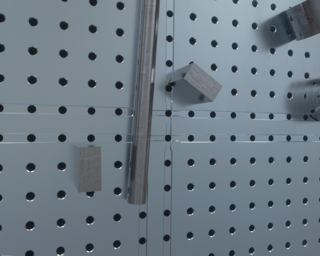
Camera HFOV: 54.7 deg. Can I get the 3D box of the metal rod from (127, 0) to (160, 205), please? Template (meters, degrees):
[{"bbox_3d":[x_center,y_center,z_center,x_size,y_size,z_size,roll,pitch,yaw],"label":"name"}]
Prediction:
[{"bbox_3d":[-0.020,-0.052,0.404,0.025,0.025,0.298,4,89,-20],"label":"metal rod"}]

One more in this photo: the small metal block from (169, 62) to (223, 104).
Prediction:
[{"bbox_3d":[0.047,-0.058,0.416,0.050,0.050,0.025,36,79,-17],"label":"small metal block"}]

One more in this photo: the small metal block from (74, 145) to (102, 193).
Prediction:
[{"bbox_3d":[-0.086,0.046,0.367,0.025,0.050,0.050,-1,91,-20],"label":"small metal block"}]

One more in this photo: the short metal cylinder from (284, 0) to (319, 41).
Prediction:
[{"bbox_3d":[0.238,-0.174,0.470,0.080,0.080,0.050,-31,100,-17],"label":"short metal cylinder"}]

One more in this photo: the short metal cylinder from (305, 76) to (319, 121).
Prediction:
[{"bbox_3d":[0.288,-0.050,0.505,0.081,0.050,0.080,0,90,-20],"label":"short metal cylinder"}]
